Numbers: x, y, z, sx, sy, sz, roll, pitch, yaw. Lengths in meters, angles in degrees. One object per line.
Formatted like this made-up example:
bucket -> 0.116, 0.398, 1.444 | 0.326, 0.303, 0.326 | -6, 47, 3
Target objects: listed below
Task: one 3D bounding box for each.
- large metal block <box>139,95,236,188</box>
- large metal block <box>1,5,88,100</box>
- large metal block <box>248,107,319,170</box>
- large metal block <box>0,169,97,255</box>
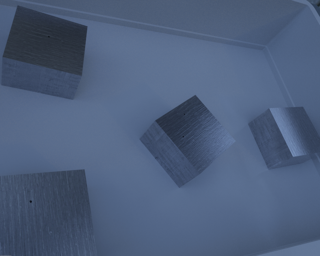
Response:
large metal block -> 0.036, 0.016, 0.399 | 0.081, 0.050, 0.080 | -34, 81, -38
large metal block -> -0.136, -0.088, 0.370 | 0.081, 0.050, 0.080 | 11, 57, -22
large metal block -> 0.199, 0.014, 0.488 | 0.081, 0.050, 0.080 | -4, 64, -30
large metal block -> -0.108, 0.087, 0.278 | 0.081, 0.050, 0.080 | -1, 62, -29
